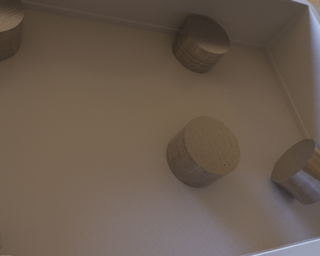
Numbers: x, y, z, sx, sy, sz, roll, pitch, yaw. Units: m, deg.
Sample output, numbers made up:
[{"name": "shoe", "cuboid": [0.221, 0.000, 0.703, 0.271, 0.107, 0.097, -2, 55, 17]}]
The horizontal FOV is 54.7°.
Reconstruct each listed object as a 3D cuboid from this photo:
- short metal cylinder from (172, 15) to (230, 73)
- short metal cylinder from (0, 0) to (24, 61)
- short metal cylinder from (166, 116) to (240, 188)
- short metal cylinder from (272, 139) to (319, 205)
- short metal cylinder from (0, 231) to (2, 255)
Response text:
[{"name": "short metal cylinder", "cuboid": [0.067, -0.137, 0.509, 0.081, 0.050, 0.080, 14, 56, -21]}, {"name": "short metal cylinder", "cuboid": [-0.202, -0.123, 0.356, 0.081, 0.050, 0.080, 14, 56, -21]}, {"name": "short metal cylinder", "cuboid": [0.055, 0.031, 0.400, 0.081, 0.050, 0.080, 14, 56, -21]}, {"name": "short metal cylinder", "cuboid": [0.209, 0.062, 0.445, 0.050, 0.080, 0.080, 39, 51, -2]}, {"name": "short metal cylinder", "cuboid": [-0.167, 0.094, 0.224, 0.080, 0.050, 0.080, 34, 42, -38]}]
